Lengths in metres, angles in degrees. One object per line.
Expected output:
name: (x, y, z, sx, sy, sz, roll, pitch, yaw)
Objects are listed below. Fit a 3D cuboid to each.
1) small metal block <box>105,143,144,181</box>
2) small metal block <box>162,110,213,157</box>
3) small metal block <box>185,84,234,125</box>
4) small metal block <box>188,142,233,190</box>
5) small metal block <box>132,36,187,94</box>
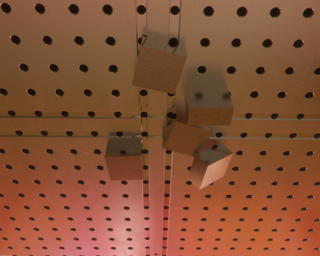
small metal block: (-0.050, 0.050, 0.454, 0.050, 0.025, 0.050, -3, 130, 2)
small metal block: (0.036, 0.008, 0.419, 0.050, 0.025, 0.050, 16, 128, -13)
small metal block: (0.057, -0.029, 0.371, 0.050, 0.050, 0.025, 1, 130, -1)
small metal block: (0.072, 0.054, 0.442, 0.050, 0.025, 0.050, -21, 139, -32)
small metal block: (-0.001, -0.070, 0.352, 0.050, 0.025, 0.050, 11, 129, -9)
